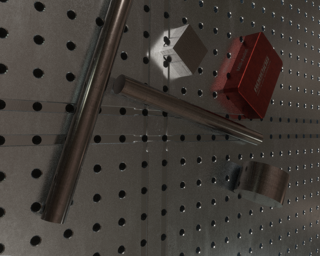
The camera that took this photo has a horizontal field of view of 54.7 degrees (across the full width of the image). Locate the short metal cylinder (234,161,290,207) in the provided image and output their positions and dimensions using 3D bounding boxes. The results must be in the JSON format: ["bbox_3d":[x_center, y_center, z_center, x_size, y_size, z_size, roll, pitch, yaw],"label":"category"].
[{"bbox_3d":[0.170,0.095,0.520,0.080,0.080,0.050,35,68,-35],"label":"short metal cylinder"}]

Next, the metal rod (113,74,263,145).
[{"bbox_3d":[0.063,-0.017,0.464,0.302,0.025,0.025,18,79,-39],"label":"metal rod"}]

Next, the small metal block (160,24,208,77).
[{"bbox_3d":[0.036,-0.110,0.441,0.050,0.025,0.050,46,62,-30],"label":"small metal block"}]

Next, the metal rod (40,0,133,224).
[{"bbox_3d":[-0.073,-0.047,0.348,0.025,0.025,0.299,24,75,-38],"label":"metal rod"}]

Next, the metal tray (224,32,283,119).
[{"bbox_3d":[0.169,-0.092,0.551,0.090,0.030,0.130,39,66,-33],"label":"metal tray"}]
